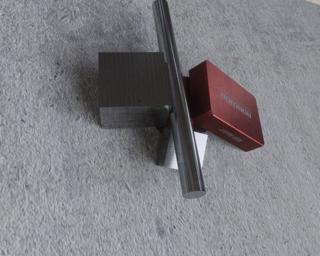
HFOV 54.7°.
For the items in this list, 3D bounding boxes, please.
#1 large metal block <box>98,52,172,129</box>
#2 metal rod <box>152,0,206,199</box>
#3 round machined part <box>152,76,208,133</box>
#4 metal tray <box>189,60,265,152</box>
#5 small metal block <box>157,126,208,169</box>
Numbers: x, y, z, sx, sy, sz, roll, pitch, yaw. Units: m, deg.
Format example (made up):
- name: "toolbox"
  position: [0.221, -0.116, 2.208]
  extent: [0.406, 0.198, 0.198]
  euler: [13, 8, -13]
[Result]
- name: "large metal block"
  position: [-0.034, -0.047, 0.386]
  extent: [0.081, 0.050, 0.080]
  euler: [-2, 61, -9]
- name: "metal rod"
  position: [0.018, -0.058, 0.397]
  extent: [0.025, 0.025, 0.299]
  euler: [8, 56, -24]
- name: "round machined part"
  position: [0.034, -0.033, 0.432]
  extent: [0.099, 0.042, 0.098]
  euler: [14, 56, -21]
- name: "metal tray"
  position: [0.097, -0.028, 0.442]
  extent: [0.131, 0.030, 0.090]
  euler: [26, 51, -38]
- name: "small metal block"
  position: [0.028, 0.028, 0.390]
  extent: [0.050, 0.025, 0.050]
  euler: [14, 81, -20]
